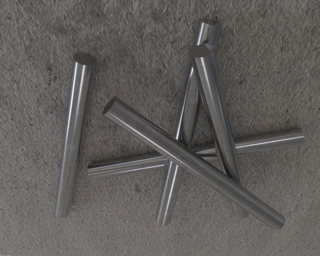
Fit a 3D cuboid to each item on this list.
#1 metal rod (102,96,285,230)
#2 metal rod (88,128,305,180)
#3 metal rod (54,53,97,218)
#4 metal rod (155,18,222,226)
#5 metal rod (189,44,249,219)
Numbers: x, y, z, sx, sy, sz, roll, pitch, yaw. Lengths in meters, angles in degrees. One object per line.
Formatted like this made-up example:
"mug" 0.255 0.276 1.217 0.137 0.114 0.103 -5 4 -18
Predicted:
"metal rod" 0.058 0.056 0.392 0.301 0.025 0.025 36 122 -23
"metal rod" 0.044 0.038 0.439 0.301 0.025 0.025 -10 130 8
"metal rod" -0.124 0.033 0.434 0.025 0.025 0.298 12 129 -11
"metal rod" 0.028 0.016 0.395 0.025 0.025 0.298 7 122 -6
"metal rod" 0.085 0.030 0.397 0.025 0.025 0.299 -14 131 11
